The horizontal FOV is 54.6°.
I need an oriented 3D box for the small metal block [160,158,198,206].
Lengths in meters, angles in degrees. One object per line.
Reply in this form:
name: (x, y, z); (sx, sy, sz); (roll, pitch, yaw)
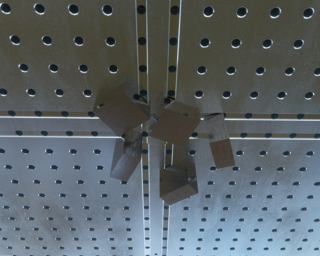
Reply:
small metal block: (0.027, 0.080, 0.463); (0.050, 0.050, 0.025); (-29, 124, 22)

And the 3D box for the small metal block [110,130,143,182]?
small metal block: (-0.046, 0.037, 0.426); (0.025, 0.050, 0.050); (20, 127, -16)

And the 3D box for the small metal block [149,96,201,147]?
small metal block: (0.018, -0.007, 0.405); (0.050, 0.025, 0.050); (18, 128, -15)

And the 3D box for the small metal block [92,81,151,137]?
small metal block: (-0.047, -0.023, 0.391); (0.050, 0.025, 0.050); (-29, 125, 22)

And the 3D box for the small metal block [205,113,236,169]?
small metal block: (0.079, 0.017, 0.410); (0.025, 0.050, 0.050); (-13, 129, 11)
